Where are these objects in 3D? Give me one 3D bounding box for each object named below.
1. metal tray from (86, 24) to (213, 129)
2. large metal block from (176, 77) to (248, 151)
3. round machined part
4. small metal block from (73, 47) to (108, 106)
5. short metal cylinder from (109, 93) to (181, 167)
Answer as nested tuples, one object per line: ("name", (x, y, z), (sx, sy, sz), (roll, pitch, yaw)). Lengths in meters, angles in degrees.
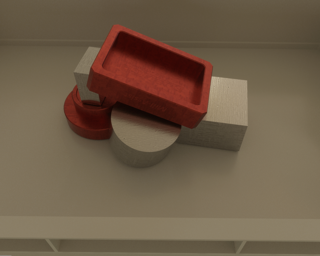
("metal tray", (-0.007, -0.061, 0.359), (0.131, 0.030, 0.090), (20, 50, -8))
("large metal block", (0.068, -0.022, 0.404), (0.080, 0.050, 0.080), (8, 50, 6))
("round machined part", (-0.081, -0.035, 0.420), (0.099, 0.042, 0.098), (0, 50, 0))
("small metal block", (-0.081, -0.064, 0.385), (0.025, 0.050, 0.050), (10, 51, 8))
("short metal cylinder", (-0.020, 0.001, 0.371), (0.081, 0.050, 0.080), (6, 63, -11))
